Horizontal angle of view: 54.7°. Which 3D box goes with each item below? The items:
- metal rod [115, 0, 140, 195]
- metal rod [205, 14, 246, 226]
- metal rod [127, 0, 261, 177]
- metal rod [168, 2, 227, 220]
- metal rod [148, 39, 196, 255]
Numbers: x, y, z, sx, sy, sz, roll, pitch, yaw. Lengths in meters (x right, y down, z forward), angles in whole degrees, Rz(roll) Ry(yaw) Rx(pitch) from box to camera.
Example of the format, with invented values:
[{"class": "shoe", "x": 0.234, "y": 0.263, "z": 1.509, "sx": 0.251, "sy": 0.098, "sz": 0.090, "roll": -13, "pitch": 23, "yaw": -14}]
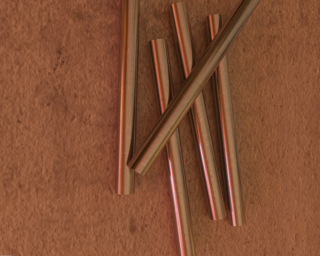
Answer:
[{"class": "metal rod", "x": -0.041, "y": -0.067, "z": 0.394, "sx": 0.025, "sy": 0.025, "sz": 0.298, "roll": 2, "pitch": 89, "yaw": -20}, {"class": "metal rod", "x": 0.094, "y": -0.009, "z": 0.445, "sx": 0.025, "sy": 0.025, "sz": 0.298, "roll": -8, "pitch": 93, "yaw": -20}, {"class": "metal rod", "x": 0.053, "y": -0.069, "z": 0.401, "sx": 0.025, "sy": 0.025, "sz": 0.300, "roll": 37, "pitch": 78, "yaw": -17}, {"class": "metal rod", "x": 0.053, "y": -0.020, "z": 0.429, "sx": 0.025, "sy": 0.025, "sz": 0.298, "roll": -13, "pitch": 95, "yaw": -20}, {"class": "metal rod", "x": 0.017, "y": 0.033, "z": 0.416, "sx": 0.025, "sy": 0.025, "sz": 0.298, "roll": -9, "pitch": 93, "yaw": -20}]
